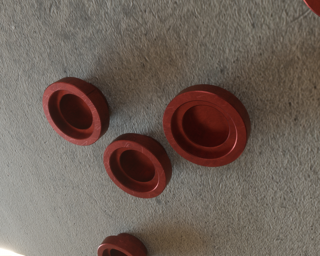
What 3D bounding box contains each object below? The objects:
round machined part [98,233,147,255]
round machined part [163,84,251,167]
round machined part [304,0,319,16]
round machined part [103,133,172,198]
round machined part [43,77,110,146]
[{"bbox_3d":[-0.063,0.235,0.575,0.098,0.042,0.097,13,124,21],"label":"round machined part"},{"bbox_3d":[0.056,-0.006,0.362,0.098,0.042,0.097,13,124,21],"label":"round machined part"},{"bbox_3d":[0.156,-0.131,0.232,0.098,0.042,0.097,13,124,21],"label":"round machined part"},{"bbox_3d":[-0.027,0.049,0.441,0.098,0.042,0.097,13,124,21],"label":"round machined part"},{"bbox_3d":[-0.113,-0.027,0.439,0.098,0.042,0.097,13,124,21],"label":"round machined part"}]
